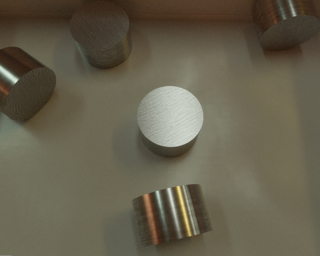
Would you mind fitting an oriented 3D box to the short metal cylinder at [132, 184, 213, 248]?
[{"bbox_3d":[0.013,0.098,0.345,0.081,0.080,0.050,-12,71,-5],"label":"short metal cylinder"}]

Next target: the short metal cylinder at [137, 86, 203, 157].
[{"bbox_3d":[0.012,-0.007,0.399,0.081,0.050,0.080,0,70,0],"label":"short metal cylinder"}]

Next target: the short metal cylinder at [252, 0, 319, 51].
[{"bbox_3d":[0.177,-0.153,0.439,0.081,0.080,0.050,-6,70,-3],"label":"short metal cylinder"}]

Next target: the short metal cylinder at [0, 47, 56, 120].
[{"bbox_3d":[-0.183,-0.057,0.399,0.050,0.080,0.080,35,74,11],"label":"short metal cylinder"}]

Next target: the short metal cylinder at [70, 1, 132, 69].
[{"bbox_3d":[-0.082,-0.133,0.444,0.081,0.050,0.080,0,70,0],"label":"short metal cylinder"}]
